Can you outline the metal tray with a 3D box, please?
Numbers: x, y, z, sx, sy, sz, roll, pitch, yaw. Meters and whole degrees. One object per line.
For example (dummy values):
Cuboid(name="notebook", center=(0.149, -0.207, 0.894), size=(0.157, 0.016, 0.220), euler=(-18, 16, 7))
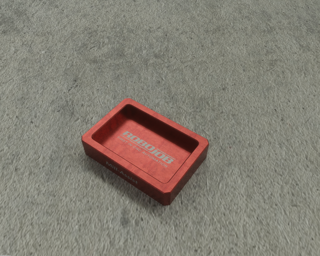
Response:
Cuboid(name="metal tray", center=(-0.018, 0.023, 0.381), size=(0.130, 0.030, 0.090), euler=(29, 55, 22))
